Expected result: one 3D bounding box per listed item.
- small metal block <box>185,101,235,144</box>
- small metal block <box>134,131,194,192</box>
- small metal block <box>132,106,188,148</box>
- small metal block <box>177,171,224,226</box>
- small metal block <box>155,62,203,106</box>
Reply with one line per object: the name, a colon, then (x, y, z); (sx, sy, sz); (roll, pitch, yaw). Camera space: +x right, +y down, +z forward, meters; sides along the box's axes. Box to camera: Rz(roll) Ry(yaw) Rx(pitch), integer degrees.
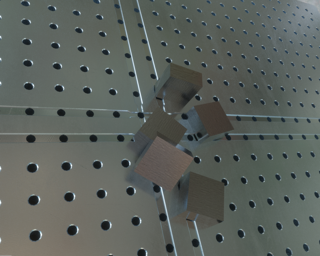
small metal block: (0.073, -0.009, 0.455); (0.050, 0.025, 0.050); (-13, 69, -34)
small metal block: (0.004, 0.040, 0.369); (0.050, 0.050, 0.025); (32, 9, -8)
small metal block: (0.000, 0.008, 0.405); (0.050, 0.025, 0.050); (38, 51, -3)
small metal block: (0.051, 0.088, 0.384); (0.050, 0.025, 0.050); (21, 54, -16)
small metal block: (0.026, -0.062, 0.446); (0.050, 0.050, 0.025); (15, 56, -20)
